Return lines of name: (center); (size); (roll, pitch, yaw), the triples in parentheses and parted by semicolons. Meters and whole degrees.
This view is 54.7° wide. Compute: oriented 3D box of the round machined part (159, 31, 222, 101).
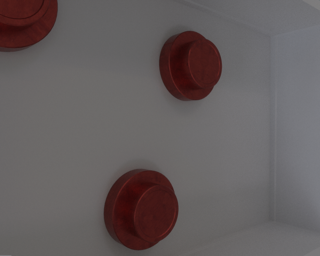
round machined part: (0.050, -0.088, 0.437); (0.099, 0.042, 0.097); (0, 90, -40)

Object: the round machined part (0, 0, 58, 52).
round machined part: (-0.140, -0.121, 0.278); (0.099, 0.042, 0.097); (0, 90, -40)

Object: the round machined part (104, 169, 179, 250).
round machined part: (-0.015, 0.101, 0.383); (0.099, 0.042, 0.097); (0, 90, -40)
